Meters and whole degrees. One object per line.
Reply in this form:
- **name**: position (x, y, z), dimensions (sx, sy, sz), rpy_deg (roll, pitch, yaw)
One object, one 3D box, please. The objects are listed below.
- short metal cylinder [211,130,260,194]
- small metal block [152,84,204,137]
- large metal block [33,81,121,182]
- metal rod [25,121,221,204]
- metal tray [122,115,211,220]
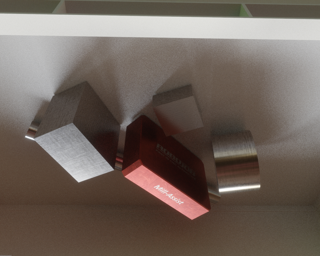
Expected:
- **short metal cylinder**: position (0.098, 0.045, 0.411), dimensions (0.050, 0.080, 0.080), rpy_deg (-8, 130, 8)
- **small metal block**: position (0.023, -0.021, 0.388), dimensions (0.050, 0.025, 0.050), rpy_deg (-16, 129, 12)
- **large metal block**: position (-0.093, 0.004, 0.373), dimensions (0.050, 0.080, 0.080), rpy_deg (-21, 127, 16)
- **metal rod**: position (-0.040, 0.056, 0.455), dimensions (0.302, 0.025, 0.025), rpy_deg (22, 126, -19)
- **metal tray**: position (0.011, 0.052, 0.408), dimensions (0.030, 0.090, 0.130), rpy_deg (-36, 122, 26)
